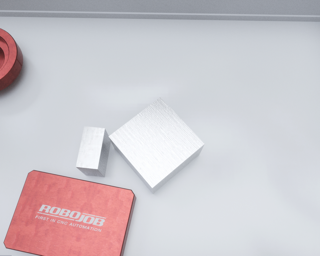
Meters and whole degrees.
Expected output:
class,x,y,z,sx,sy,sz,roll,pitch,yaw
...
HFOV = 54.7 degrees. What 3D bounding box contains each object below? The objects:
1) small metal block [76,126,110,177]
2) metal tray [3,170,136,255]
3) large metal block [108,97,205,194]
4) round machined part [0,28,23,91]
class,x,y,z,sx,sy,sz,roll,pitch,yaw
small metal block,-0.081,0.031,0.384,0.025,0.050,0.050,6,70,2
metal tray,-0.102,0.107,0.366,0.131,0.030,0.090,11,70,3
large metal block,-0.004,0.023,0.388,0.080,0.050,0.080,-39,75,-13
round machined part,-0.240,-0.089,0.429,0.099,0.042,0.098,1,70,-2
